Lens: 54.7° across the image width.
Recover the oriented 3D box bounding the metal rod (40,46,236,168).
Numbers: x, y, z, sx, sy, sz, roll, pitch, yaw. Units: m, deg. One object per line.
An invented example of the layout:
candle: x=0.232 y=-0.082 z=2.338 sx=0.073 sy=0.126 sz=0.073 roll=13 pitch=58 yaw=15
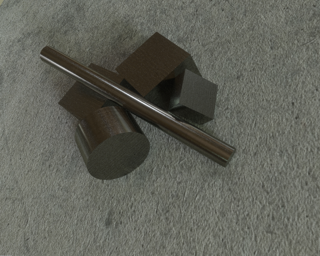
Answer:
metal rod: x=-0.043 y=-0.037 z=0.398 sx=0.300 sy=0.025 sz=0.025 roll=30 pitch=78 yaw=21

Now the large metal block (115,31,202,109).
large metal block: x=-0.002 y=-0.076 z=0.434 sx=0.080 sy=0.050 sz=0.080 roll=-43 pitch=51 yaw=-2

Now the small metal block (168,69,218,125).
small metal block: x=0.042 y=-0.038 z=0.388 sx=0.025 sy=0.050 sz=0.050 roll=-32 pitch=40 yaw=56

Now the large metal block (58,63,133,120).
large metal block: x=-0.089 y=-0.041 z=0.461 sx=0.080 sy=0.050 sz=0.080 roll=28 pitch=77 yaw=37

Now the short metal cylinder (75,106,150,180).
short metal cylinder: x=-0.060 y=0.019 z=0.389 sx=0.080 sy=0.080 sz=0.050 roll=-38 pitch=51 yaw=3
